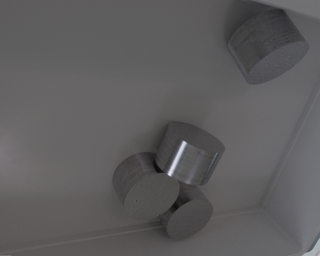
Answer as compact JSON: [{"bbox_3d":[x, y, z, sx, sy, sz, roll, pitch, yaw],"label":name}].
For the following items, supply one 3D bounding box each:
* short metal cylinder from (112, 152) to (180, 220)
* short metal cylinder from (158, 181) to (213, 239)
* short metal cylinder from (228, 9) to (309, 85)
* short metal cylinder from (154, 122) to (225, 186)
[{"bbox_3d":[-0.020,0.080,0.431,0.081,0.050,0.079,-14,124,-21],"label":"short metal cylinder"},{"bbox_3d":[0.036,0.127,0.491,0.081,0.050,0.079,-14,124,-21],"label":"short metal cylinder"},{"bbox_3d":[0.131,-0.097,0.381,0.080,0.050,0.080,-20,159,-8],"label":"short metal cylinder"},{"bbox_3d":[0.039,0.032,0.414,0.081,0.080,0.050,10,113,-33],"label":"short metal cylinder"}]
